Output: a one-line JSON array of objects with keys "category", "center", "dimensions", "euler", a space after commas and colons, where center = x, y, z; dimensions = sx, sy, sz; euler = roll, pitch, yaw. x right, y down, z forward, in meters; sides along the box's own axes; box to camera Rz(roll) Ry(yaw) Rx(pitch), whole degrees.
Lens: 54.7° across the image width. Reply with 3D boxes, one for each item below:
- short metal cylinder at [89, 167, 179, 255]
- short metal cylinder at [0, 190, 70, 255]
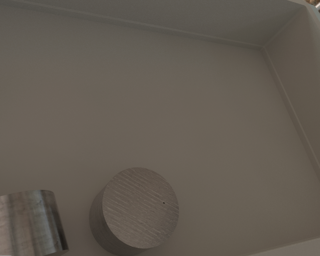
[{"category": "short metal cylinder", "center": [-0.028, 0.087, 0.323], "dimensions": [0.081, 0.050, 0.080], "euler": [14, 56, -21]}, {"category": "short metal cylinder", "center": [-0.121, 0.089, 0.251], "dimensions": [0.081, 0.080, 0.050], "euler": [-10, 67, -33]}]
